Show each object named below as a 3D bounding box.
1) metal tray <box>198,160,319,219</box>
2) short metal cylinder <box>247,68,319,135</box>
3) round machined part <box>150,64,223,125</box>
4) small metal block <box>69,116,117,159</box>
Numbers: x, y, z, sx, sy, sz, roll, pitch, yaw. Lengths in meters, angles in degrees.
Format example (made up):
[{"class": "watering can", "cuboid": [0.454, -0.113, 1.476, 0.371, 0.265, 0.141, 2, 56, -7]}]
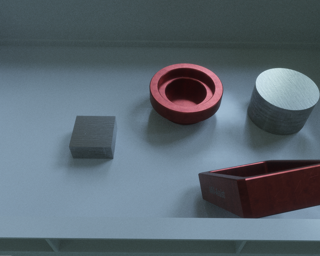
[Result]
[{"class": "metal tray", "cuboid": [0.097, 0.053, 0.297, 0.091, 0.130, 0.030, -9, 85, -8]}, {"class": "short metal cylinder", "cuboid": [0.165, -0.036, 0.422, 0.081, 0.050, 0.080, 0, 50, 0]}, {"class": "round machined part", "cuboid": [0.035, -0.043, 0.430, 0.099, 0.042, 0.098, 0, 50, 0]}, {"class": "small metal block", "cuboid": [-0.083, 0.011, 0.394, 0.050, 0.025, 0.050, 1, 50, 0]}]
